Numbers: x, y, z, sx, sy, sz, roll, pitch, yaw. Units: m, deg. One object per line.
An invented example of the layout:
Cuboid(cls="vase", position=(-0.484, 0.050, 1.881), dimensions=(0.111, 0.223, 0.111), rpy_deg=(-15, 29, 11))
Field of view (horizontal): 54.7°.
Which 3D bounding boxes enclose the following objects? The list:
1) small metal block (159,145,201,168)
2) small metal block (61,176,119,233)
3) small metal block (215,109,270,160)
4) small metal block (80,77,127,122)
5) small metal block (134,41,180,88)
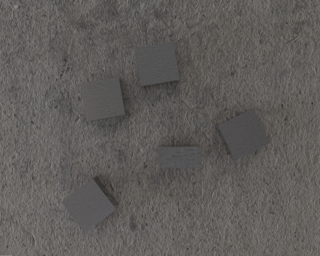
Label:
Cuboid(cls="small metal block", position=(0.024, 0.035, 0.398), dimensions=(0.050, 0.050, 0.025), rpy_deg=(-1, 90, 0))
Cuboid(cls="small metal block", position=(-0.091, 0.100, 0.409), dimensions=(0.050, 0.025, 0.050), rpy_deg=(-37, 90, 0))
Cuboid(cls="small metal block", position=(0.108, 0.008, 0.411), dimensions=(0.050, 0.025, 0.050), rpy_deg=(-26, 90, 0))
Cuboid(cls="small metal block", position=(-0.074, -0.037, 0.409), dimensions=(0.050, 0.025, 0.050), rpy_deg=(-10, 90, 0))
Cuboid(cls="small metal block", position=(-0.004, -0.083, 0.410), dimensions=(0.050, 0.025, 0.050), rpy_deg=(-10, 90, 0))
